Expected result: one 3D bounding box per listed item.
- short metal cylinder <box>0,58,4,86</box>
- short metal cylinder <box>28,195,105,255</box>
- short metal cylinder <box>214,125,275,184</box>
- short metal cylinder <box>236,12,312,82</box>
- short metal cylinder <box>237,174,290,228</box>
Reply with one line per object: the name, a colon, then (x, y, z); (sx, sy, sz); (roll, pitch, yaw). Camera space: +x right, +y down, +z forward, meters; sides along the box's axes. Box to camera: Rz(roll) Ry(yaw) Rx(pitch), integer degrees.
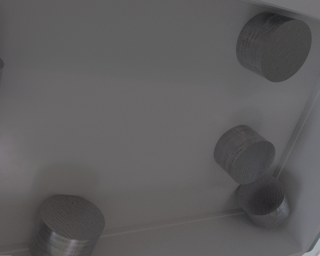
short metal cylinder: (-0.176, -0.039, 0.253); (0.081, 0.080, 0.050); (9, 114, -32)
short metal cylinder: (-0.116, 0.129, 0.389); (0.081, 0.080, 0.050); (13, 111, -34)
short metal cylinder: (0.133, 0.042, 0.491); (0.081, 0.050, 0.079); (-14, 124, -21)
short metal cylinder: (0.149, -0.107, 0.407); (0.081, 0.050, 0.079); (-14, 124, -21)
short metal cylinder: (0.186, 0.130, 0.555); (0.080, 0.080, 0.050); (-38, 129, -3)
